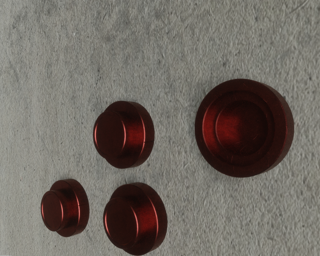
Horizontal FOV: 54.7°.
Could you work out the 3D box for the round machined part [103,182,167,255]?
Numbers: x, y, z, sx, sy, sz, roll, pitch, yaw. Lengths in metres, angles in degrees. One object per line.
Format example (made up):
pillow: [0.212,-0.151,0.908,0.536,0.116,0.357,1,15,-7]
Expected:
round machined part: [-0.041,0.127,0.428,0.098,0.042,0.097,0,90,40]

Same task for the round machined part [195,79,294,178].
round machined part: [0.088,0.000,0.321,0.098,0.042,0.097,0,90,40]

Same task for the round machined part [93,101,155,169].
round machined part: [-0.058,0.010,0.442,0.098,0.042,0.097,0,90,40]

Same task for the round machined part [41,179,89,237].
round machined part: [-0.169,0.139,0.534,0.098,0.042,0.097,0,90,40]
